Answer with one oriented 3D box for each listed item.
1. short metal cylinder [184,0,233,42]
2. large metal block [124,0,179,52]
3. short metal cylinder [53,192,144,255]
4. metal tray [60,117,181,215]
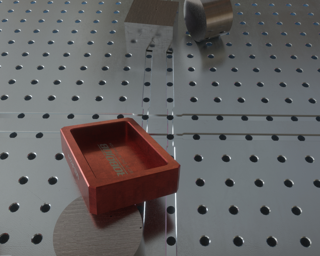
[{"bbox_3d":[0.082,-0.196,0.537,0.050,0.080,0.080,-19,53,-16],"label":"short metal cylinder"},{"bbox_3d":[-0.012,-0.182,0.544,0.080,0.050,0.080,7,50,6],"label":"large metal block"},{"bbox_3d":[-0.056,0.108,0.300,0.081,0.050,0.080,0,50,0],"label":"short metal cylinder"},{"bbox_3d":[-0.048,0.032,0.335,0.091,0.030,0.130,-10,28,-26],"label":"metal tray"}]
